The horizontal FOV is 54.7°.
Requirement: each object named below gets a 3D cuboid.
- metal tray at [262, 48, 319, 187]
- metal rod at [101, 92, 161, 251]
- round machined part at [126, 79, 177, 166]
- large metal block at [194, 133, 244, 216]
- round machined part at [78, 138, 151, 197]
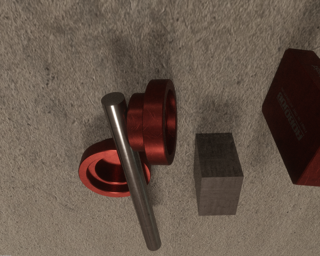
[{"bbox_3d":[0.152,-0.015,0.328,0.030,0.130,0.089,5,130,-5],"label":"metal tray"},{"bbox_3d":[-0.030,0.082,0.421,0.025,0.025,0.298,-6,130,5],"label":"metal rod"},{"bbox_3d":[-0.008,-0.006,0.355,0.042,0.098,0.097,0,131,12],"label":"round machined part"},{"bbox_3d":[0.076,0.063,0.426,0.050,0.080,0.079,-2,130,1],"label":"large metal block"},{"bbox_3d":[-0.062,0.052,0.439,0.099,0.042,0.097,0,130,0],"label":"round machined part"}]
